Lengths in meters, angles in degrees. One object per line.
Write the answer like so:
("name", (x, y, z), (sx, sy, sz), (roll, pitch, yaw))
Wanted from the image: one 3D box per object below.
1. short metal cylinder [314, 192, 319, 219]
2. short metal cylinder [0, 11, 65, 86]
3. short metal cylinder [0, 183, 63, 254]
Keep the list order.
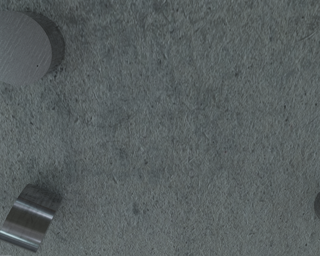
("short metal cylinder", (0.273, 0.121, 0.443), (0.081, 0.050, 0.079), (0, 110, 0))
("short metal cylinder", (-0.158, -0.094, 0.360), (0.081, 0.050, 0.079), (0, 110, 0))
("short metal cylinder", (-0.174, 0.123, 0.424), (0.050, 0.080, 0.080), (26, 108, -9))
